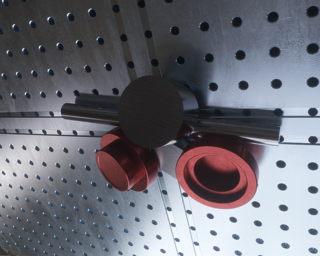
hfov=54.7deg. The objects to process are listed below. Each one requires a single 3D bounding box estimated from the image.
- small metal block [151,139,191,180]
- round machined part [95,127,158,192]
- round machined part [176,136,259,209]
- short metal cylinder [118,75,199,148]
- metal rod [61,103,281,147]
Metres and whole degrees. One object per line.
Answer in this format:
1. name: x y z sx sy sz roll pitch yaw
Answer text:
1. small metal block: 0.016 0.034 0.419 0.050 0.025 0.050 32 129 7
2. round machined part: -0.053 0.050 0.437 0.098 0.042 0.097 29 137 31
3. round machined part: 0.073 0.050 0.385 0.098 0.042 0.097 12 125 17
4. short metal cylinder: -0.001 -0.019 0.360 0.080 0.050 0.079 1 94 25
5. metal rod: -0.004 -0.008 0.403 0.301 0.025 0.025 7 122 24
